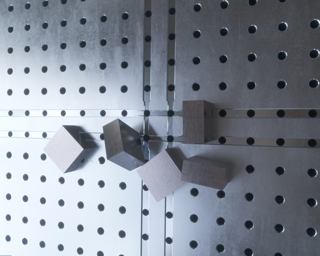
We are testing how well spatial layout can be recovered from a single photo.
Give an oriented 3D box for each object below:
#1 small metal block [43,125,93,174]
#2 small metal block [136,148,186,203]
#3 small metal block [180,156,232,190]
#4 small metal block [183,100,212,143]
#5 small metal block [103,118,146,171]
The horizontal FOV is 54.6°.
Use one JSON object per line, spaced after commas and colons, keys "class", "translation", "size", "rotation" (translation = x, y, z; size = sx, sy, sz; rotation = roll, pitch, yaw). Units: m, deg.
{"class": "small metal block", "translation": [-0.137, 0.031, 0.462], "size": [0.050, 0.025, 0.050], "rotation": [45, 104, 14]}
{"class": "small metal block", "translation": [0.006, 0.062, 0.411], "size": [0.050, 0.025, 0.050], "rotation": [-38, 78, 16]}
{"class": "small metal block", "translation": [0.058, 0.053, 0.379], "size": [0.050, 0.050, 0.025], "rotation": [10, 94, 20]}
{"class": "small metal block", "translation": [0.047, -0.007, 0.383], "size": [0.025, 0.050, 0.050], "rotation": [-1, 90, 20]}
{"class": "small metal block", "translation": [-0.047, 0.023, 0.407], "size": [0.025, 0.050, 0.050], "rotation": [-27, 55, 18]}
